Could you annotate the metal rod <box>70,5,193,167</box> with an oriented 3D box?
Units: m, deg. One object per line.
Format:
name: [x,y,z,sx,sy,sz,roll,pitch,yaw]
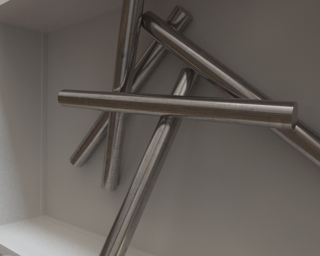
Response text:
metal rod: [-0.055,-0.044,0.452,0.298,0.025,0.025,-50,61,28]

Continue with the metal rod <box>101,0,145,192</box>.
metal rod: [-0.051,-0.042,0.408,0.025,0.025,0.298,31,122,35]

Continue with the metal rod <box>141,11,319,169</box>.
metal rod: [0.082,-0.039,0.321,0.300,0.025,0.025,44,117,25]

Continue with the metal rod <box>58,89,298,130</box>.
metal rod: [-0.008,-0.026,0.350,0.300,0.025,0.025,7,95,33]

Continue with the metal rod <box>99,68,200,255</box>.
metal rod: [-0.021,0.066,0.341,0.025,0.025,0.299,12,71,39]
